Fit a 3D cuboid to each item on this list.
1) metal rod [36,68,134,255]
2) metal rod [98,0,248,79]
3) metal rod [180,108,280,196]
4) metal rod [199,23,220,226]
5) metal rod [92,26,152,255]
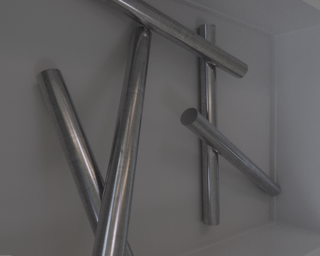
[{"bbox_3d":[-0.051,0.078,0.276,0.025,0.025,0.299,-12,71,-39],"label":"metal rod"},{"bbox_3d":[0.003,-0.130,0.388,0.302,0.025,0.025,20,78,-32],"label":"metal rod"},{"bbox_3d":[0.126,0.052,0.486,0.301,0.025,0.025,36,68,-42],"label":"metal rod"},{"bbox_3d":[0.075,-0.004,0.468,0.025,0.025,0.298,-3,92,-40],"label":"metal rod"},{"bbox_3d":[-0.032,0.004,0.303,0.025,0.025,0.300,34,45,-35],"label":"metal rod"}]
